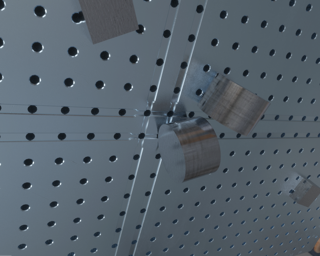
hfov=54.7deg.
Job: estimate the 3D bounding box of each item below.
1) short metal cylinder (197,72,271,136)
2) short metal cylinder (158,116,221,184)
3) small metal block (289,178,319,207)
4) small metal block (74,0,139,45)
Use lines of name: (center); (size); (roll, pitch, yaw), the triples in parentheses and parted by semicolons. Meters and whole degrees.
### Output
short metal cylinder: (0.096, -0.032, 0.409); (0.080, 0.080, 0.050); (19, 108, -36)
short metal cylinder: (0.037, 0.028, 0.413); (0.050, 0.080, 0.079); (-14, 124, -21)
small metal block: (0.317, 0.141, 0.671); (0.050, 0.025, 0.050); (24, 105, -37)
small metal block: (-0.054, -0.118, 0.309); (0.050, 0.025, 0.050); (-24, 127, -14)
